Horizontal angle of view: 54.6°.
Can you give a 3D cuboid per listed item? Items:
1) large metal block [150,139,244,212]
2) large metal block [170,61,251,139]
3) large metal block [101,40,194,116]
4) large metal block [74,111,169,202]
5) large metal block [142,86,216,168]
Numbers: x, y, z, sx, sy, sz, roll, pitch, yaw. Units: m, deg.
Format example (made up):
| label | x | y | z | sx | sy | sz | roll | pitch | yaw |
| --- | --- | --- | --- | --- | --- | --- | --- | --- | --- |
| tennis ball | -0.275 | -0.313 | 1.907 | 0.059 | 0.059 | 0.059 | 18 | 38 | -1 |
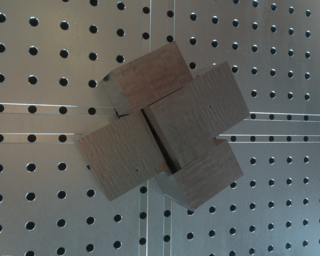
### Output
| label | x | y | z | sx | sy | sz | roll | pitch | yaw |
| --- | --- | --- | --- | --- | --- | --- | --- | --- | --- |
| large metal block | 0.044 | 0.055 | 0.399 | 0.080 | 0.080 | 0.050 | -30 | 100 | -18 |
| large metal block | 0.063 | -0.034 | 0.421 | 0.080 | 0.050 | 0.080 | -30 | 102 | -17 |
| large metal block | -0.019 | -0.057 | 0.376 | 0.080 | 0.080 | 0.050 | -30 | 100 | -17 |
| large metal block | -0.049 | 0.031 | 0.382 | 0.080 | 0.050 | 0.080 | -28 | 99 | -18 |
| large metal block | 0.013 | -0.001 | 0.388 | 0.050 | 0.080 | 0.080 | -30 | 100 | -17 |
